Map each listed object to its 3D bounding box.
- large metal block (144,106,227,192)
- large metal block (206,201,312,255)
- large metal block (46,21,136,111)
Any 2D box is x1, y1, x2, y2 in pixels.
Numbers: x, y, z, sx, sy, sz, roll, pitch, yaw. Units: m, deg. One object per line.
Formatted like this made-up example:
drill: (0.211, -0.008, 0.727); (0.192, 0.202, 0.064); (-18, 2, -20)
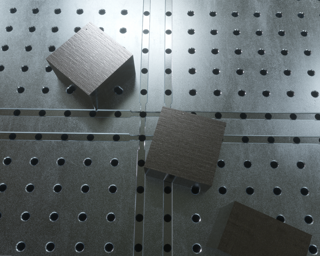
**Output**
large metal block: (0.031, 0.027, 0.389); (0.080, 0.050, 0.080); (15, 71, 5)
large metal block: (0.102, 0.124, 0.338); (0.080, 0.080, 0.050); (23, 72, 8)
large metal block: (-0.092, -0.085, 0.428); (0.080, 0.050, 0.080); (40, 74, 13)
